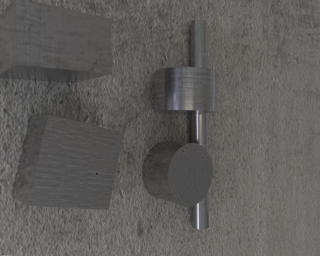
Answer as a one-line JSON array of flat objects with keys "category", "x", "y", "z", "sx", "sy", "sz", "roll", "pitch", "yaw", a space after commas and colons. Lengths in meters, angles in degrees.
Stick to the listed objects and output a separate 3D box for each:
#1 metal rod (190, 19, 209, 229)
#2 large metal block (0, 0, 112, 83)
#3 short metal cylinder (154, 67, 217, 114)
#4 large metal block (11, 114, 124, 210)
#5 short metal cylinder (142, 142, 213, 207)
[{"category": "metal rod", "x": 0.058, "y": -0.005, "z": 0.452, "sx": 0.025, "sy": 0.025, "sz": 0.298, "roll": -1, "pitch": 91, "yaw": -40}, {"category": "large metal block", "x": -0.100, "y": -0.073, "z": 0.285, "sx": 0.081, "sy": 0.080, "sz": 0.050, "roll": -2, "pitch": 92, "yaw": -40}, {"category": "short metal cylinder", "x": 0.032, "y": -0.045, "z": 0.396, "sx": 0.081, "sy": 0.080, "sz": 0.050, "roll": 1, "pitch": 90, "yaw": -40}, {"category": "large metal block", "x": -0.091, "y": 0.035, "z": 0.312, "sx": 0.081, "sy": 0.050, "sz": 0.080, "roll": 16, "pitch": 80, "yaw": -39}, {"category": "short metal cylinder", "x": 0.024, "y": 0.058, "z": 0.408, "sx": 0.081, "sy": 0.050, "sz": 0.080, "roll": 0, "pitch": 90, "yaw": -40}]
